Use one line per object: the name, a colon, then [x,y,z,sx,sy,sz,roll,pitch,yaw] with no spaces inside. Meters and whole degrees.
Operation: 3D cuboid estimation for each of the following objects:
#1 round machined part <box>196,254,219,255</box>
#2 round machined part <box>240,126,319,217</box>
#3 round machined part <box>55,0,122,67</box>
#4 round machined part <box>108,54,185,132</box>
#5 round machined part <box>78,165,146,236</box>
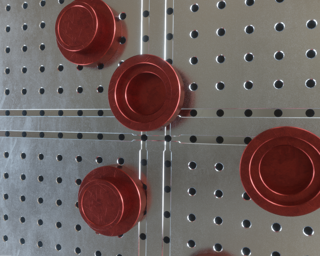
round machined part: [0.061,0.212,0.381,0.098,0.042,0.097,0,90,19]
round machined part: [0.143,0.047,0.353,0.098,0.042,0.097,0,90,19]
round machined part: [-0.108,-0.139,0.440,0.098,0.042,0.097,0,90,19]
round machined part: [-0.015,-0.044,0.408,0.098,0.042,0.097,0,90,19]
round machined part: [-0.072,0.101,0.428,0.098,0.042,0.097,0,90,19]
